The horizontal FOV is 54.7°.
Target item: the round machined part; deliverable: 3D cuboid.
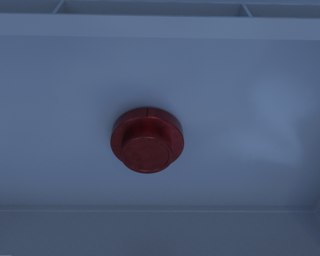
[{"bbox_3d":[-0.017,0.023,0.413,0.099,0.042,0.097,-1,130,0],"label":"round machined part"}]
